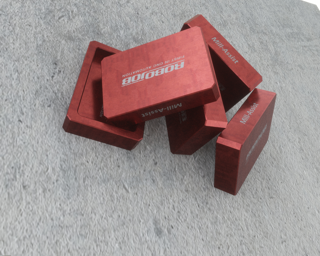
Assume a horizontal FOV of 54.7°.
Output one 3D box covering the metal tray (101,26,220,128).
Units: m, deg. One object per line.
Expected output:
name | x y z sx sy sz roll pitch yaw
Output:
metal tray | -0.004 -0.059 0.368 0.130 0.030 0.090 -15 62 13

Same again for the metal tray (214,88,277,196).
metal tray | 0.116 0.016 0.418 0.030 0.089 0.131 20 45 28

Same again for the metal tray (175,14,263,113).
metal tray | 0.076 -0.091 0.459 0.030 0.090 0.130 -41 85 -25

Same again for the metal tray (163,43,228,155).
metal tray | 0.038 -0.040 0.411 0.030 0.090 0.130 6 60 -26

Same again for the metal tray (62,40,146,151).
metal tray | -0.062 -0.044 0.397 0.091 0.030 0.130 18 54 -18
